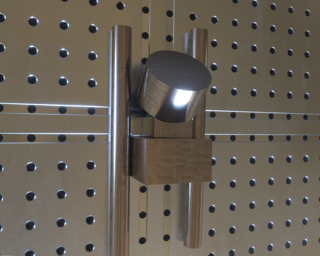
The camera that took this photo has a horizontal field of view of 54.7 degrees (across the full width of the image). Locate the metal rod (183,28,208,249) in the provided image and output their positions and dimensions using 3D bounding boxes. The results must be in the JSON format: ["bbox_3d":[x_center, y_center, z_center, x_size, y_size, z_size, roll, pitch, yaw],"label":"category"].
[{"bbox_3d":[0.050,0.013,0.431,0.025,0.025,0.298,2,89,-20],"label":"metal rod"}]

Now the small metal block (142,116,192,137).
[{"bbox_3d":[0.008,-0.001,0.402,0.050,0.050,0.025,1,90,-21],"label":"small metal block"}]

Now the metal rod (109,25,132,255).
[{"bbox_3d":[-0.050,0.022,0.394,0.025,0.025,0.298,1,90,-20],"label":"metal rod"}]

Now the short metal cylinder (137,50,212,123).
[{"bbox_3d":[0.017,-0.052,0.382,0.081,0.050,0.080,11,43,-10],"label":"short metal cylinder"}]

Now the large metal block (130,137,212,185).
[{"bbox_3d":[0.009,0.037,0.384,0.081,0.080,0.050,1,90,-20],"label":"large metal block"}]
